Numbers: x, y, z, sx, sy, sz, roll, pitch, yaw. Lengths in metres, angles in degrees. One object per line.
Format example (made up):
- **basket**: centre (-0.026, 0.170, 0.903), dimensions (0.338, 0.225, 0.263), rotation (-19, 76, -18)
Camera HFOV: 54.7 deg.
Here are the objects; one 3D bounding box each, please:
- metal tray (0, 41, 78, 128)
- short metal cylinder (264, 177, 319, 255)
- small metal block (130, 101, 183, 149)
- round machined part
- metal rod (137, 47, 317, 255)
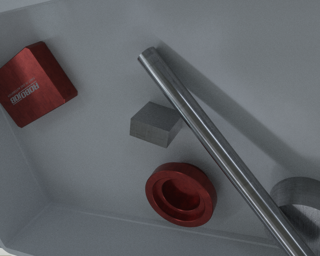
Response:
- **metal tray**: centre (-0.196, -0.061, 0.469), dimensions (0.130, 0.030, 0.090), rotation (-21, 108, 35)
- **short metal cylinder**: centre (0.169, 0.105, 0.368), dimensions (0.080, 0.050, 0.079), rotation (13, 124, 20)
- **small metal block**: centre (-0.003, -0.005, 0.390), dimensions (0.050, 0.050, 0.025), rotation (19, 126, 16)
- **round machined part**: centre (0.033, 0.088, 0.434), dimensions (0.098, 0.042, 0.097), rotation (13, 124, 20)
- **metal rod**: centre (0.073, 0.032, 0.347), dimensions (0.299, 0.025, 0.025), rotation (53, 129, 6)
